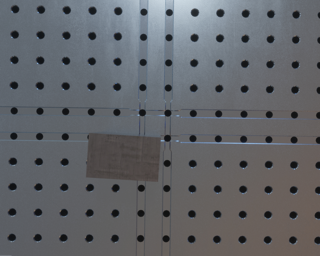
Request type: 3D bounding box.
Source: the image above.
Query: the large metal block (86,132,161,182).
[{"bbox_3d":[-0.041,0.033,0.385,0.081,0.080,0.050,4,90,-1],"label":"large metal block"}]
